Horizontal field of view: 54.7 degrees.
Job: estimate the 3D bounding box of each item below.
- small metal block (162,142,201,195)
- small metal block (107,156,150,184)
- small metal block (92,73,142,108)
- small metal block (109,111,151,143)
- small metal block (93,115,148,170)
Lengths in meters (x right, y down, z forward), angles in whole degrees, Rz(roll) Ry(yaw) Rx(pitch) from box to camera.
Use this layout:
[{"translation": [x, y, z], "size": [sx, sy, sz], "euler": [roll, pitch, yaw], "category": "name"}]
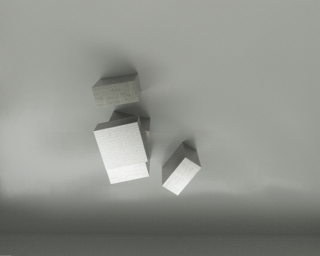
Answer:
[{"translation": [0.027, 0.054, 0.418], "size": [0.025, 0.050, 0.050], "euler": [34, 107, -12], "category": "small metal block"}, {"translation": [-0.041, 0.047, 0.415], "size": [0.050, 0.050, 0.025], "euler": [-12, 110, 4], "category": "small metal block"}, {"translation": [-0.051, -0.047, 0.380], "size": [0.050, 0.050, 0.025], "euler": [-9, 110, 3], "category": "small metal block"}, {"translation": [-0.040, 0.002, 0.398], "size": [0.050, 0.050, 0.025], "euler": [12, 110, -5], "category": "small metal block"}, {"translation": [-0.044, 0.017, 0.364], "size": [0.050, 0.025, 0.050], "euler": [-12, 110, 4], "category": "small metal block"}]
